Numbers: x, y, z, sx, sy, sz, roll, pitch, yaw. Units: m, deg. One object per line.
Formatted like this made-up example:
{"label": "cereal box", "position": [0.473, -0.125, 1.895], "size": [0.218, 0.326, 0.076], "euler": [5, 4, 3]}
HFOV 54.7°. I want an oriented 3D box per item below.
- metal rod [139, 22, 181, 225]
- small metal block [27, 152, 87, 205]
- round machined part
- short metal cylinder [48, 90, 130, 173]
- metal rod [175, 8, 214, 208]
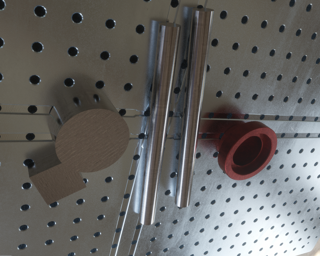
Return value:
{"label": "metal rod", "position": [-0.005, 0.014, 0.416], "size": [0.025, 0.025, 0.298], "euler": [-8, 122, -25]}
{"label": "small metal block", "position": [-0.125, 0.059, 0.379], "size": [0.050, 0.025, 0.050], "euler": [-24, 128, -13]}
{"label": "round machined part", "position": [0.133, 0.032, 0.492], "size": [0.099, 0.042, 0.097], "euler": [-14, 124, -21]}
{"label": "short metal cylinder", "position": [-0.081, 0.003, 0.352], "size": [0.081, 0.050, 0.079], "euler": [-14, 124, -21]}
{"label": "metal rod", "position": [0.043, -0.007, 0.429], "size": [0.025, 0.025, 0.298], "euler": [-11, 123, -22]}
